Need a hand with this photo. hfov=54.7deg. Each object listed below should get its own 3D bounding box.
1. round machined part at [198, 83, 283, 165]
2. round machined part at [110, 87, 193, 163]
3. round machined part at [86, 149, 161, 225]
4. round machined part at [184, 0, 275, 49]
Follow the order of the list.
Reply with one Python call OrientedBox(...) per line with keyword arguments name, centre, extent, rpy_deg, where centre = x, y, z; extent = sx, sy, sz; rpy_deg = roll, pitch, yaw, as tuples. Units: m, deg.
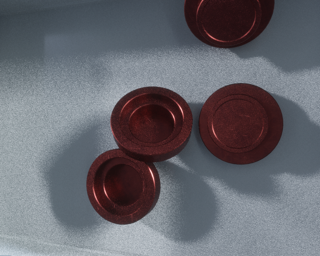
OrientedBox(name="round machined part", centre=(0.094, -0.005, 0.368), extent=(0.098, 0.042, 0.097), rpy_deg=(0, 90, 19))
OrientedBox(name="round machined part", centre=(-0.010, -0.001, 0.388), extent=(0.099, 0.042, 0.098), rpy_deg=(0, 60, 1))
OrientedBox(name="round machined part", centre=(-0.045, 0.075, 0.416), extent=(0.098, 0.042, 0.097), rpy_deg=(0, 90, 19))
OrientedBox(name="round machined part", centre=(0.076, -0.132, 0.345), extent=(0.099, 0.042, 0.097), rpy_deg=(6, 135, 6))
